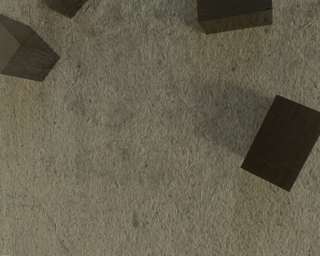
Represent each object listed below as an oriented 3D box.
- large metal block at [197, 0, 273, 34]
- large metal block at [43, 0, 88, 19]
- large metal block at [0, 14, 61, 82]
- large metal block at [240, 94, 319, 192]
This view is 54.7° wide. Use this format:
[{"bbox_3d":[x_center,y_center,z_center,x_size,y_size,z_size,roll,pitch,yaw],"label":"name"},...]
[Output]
[{"bbox_3d":[0.088,-0.163,0.365,0.080,0.050,0.080,-3,89,20],"label":"large metal block"},{"bbox_3d":[-0.139,-0.221,0.445,0.080,0.050,0.080,-42,77,15],"label":"large metal block"},{"bbox_3d":[-0.211,-0.118,0.454,0.080,0.080,0.050,45,104,14],"label":"large metal block"},{"bbox_3d":[0.131,0.014,0.333,0.050,0.080,0.080,27,99,18],"label":"large metal block"}]
